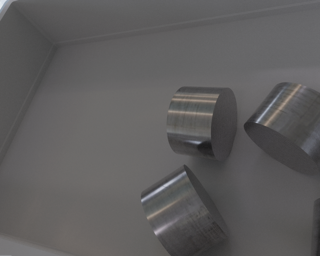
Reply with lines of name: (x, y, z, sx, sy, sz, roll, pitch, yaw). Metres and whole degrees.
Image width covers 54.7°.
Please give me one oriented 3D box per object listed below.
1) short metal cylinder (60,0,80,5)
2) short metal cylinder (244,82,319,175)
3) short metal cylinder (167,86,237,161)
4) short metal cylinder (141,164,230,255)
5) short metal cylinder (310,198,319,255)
short metal cylinder: (-0.206, -0.326, 0.701, 0.080, 0.050, 0.080, -13, 56, 21)
short metal cylinder: (0.130, 0.001, 0.301, 0.080, 0.080, 0.050, 34, 81, 38)
short metal cylinder: (0.050, -0.006, 0.348, 0.050, 0.080, 0.080, 7, 65, 31)
short metal cylinder: (0.025, 0.083, 0.306, 0.050, 0.080, 0.080, -34, 51, 6)
short metal cylinder: (0.159, 0.088, 0.233, 0.080, 0.080, 0.050, 2, 63, 29)
